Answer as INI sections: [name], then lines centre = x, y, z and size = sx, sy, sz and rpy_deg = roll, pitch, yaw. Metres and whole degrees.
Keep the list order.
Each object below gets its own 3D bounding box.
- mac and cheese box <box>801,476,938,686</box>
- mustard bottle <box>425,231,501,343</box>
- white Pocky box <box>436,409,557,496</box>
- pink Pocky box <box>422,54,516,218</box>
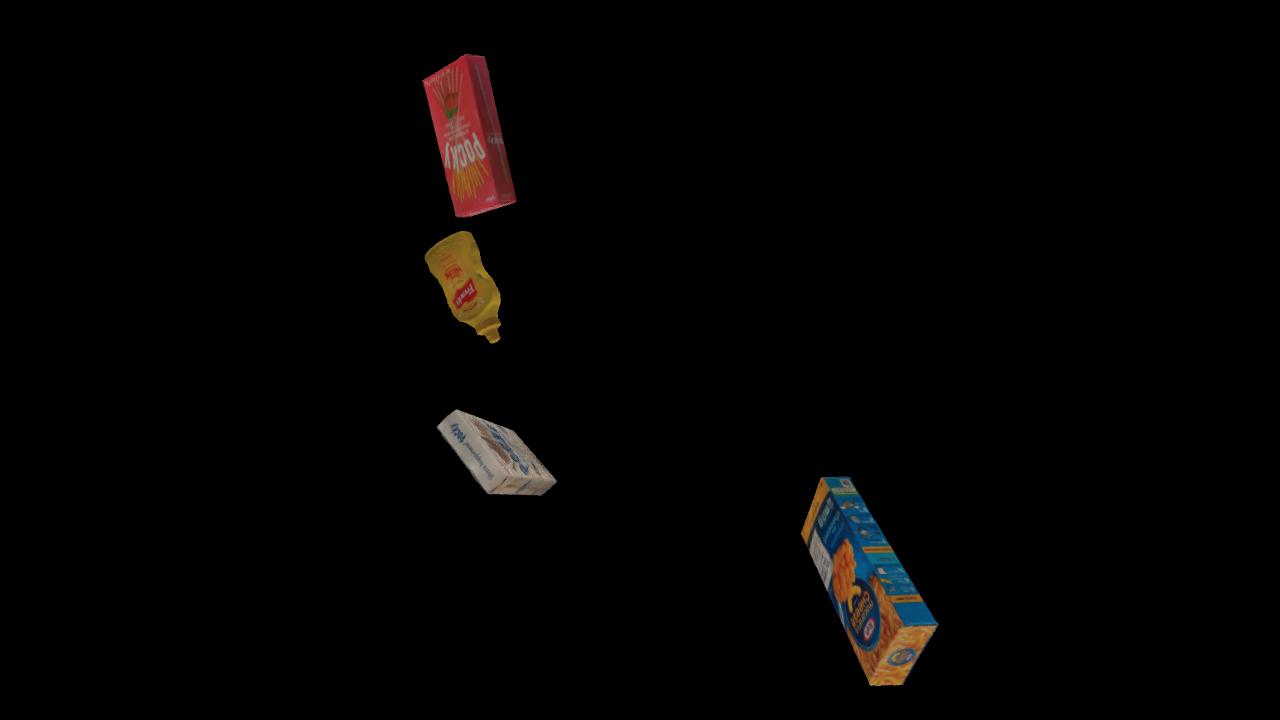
[mac and cheese box]
centre = 0.222, 0.215, 0.624
size = 0.041, 0.093, 0.184
rpy_deg = 3, 32, -11
[mustard bottle]
centre = -0.277, -0.111, 1.010
size = 0.092, 0.184, 0.054
rpy_deg = -27, -2, 14
[white Pocky box]
centre = -0.138, 0.098, 0.617
size = 0.028, 0.084, 0.154
rpy_deg = -43, -15, -3
[pink Pocky box]
centre = -0.188, -0.242, 0.677
size = 0.084, 0.155, 0.029
rpy_deg = -2, 13, 40
